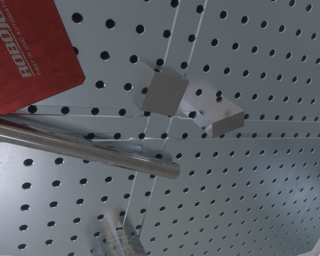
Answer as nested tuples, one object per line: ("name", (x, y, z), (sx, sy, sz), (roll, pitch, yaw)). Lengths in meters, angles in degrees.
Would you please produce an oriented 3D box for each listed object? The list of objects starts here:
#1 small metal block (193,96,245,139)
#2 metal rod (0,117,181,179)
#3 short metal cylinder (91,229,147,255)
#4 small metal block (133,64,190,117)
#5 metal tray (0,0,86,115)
("small metal block", (0.080, -0.016, 0.429), (0.050, 0.050, 0.025), (-21, 126, -16))
("metal rod", (-0.094, 0.025, 0.374), (0.302, 0.025, 0.025), (19, 108, -36))
("short metal cylinder", (-0.062, 0.208, 0.490), (0.081, 0.050, 0.079), (-14, 124, -21))
("small metal block", (0.001, -0.045, 0.384), (0.050, 0.025, 0.050), (10, 114, -33))
("metal tray", (-0.135, -0.085, 0.281), (0.091, 0.030, 0.129), (-25, 128, -13))
